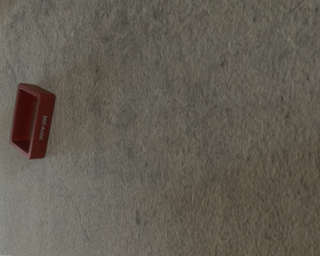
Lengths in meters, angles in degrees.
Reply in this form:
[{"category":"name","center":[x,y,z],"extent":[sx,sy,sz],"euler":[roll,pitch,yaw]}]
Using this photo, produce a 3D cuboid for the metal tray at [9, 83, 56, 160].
[{"category":"metal tray","center":[-0.251,-0.015,0.604],"extent":[0.090,0.030,0.129],"euler":[23,105,37]}]
